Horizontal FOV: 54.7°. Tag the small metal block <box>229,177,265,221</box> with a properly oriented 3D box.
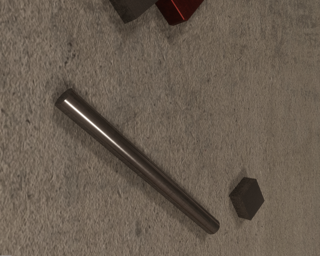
[{"bbox_3d":[0.151,0.121,0.535,0.050,0.025,0.050,-40,115,-33],"label":"small metal block"}]

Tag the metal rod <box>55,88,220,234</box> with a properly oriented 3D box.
[{"bbox_3d":[-0.010,0.060,0.398,0.300,0.025,0.025,45,63,-31],"label":"metal rod"}]

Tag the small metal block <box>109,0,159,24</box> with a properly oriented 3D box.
[{"bbox_3d":[-0.035,-0.164,0.377,0.050,0.025,0.050,-51,120,-28],"label":"small metal block"}]

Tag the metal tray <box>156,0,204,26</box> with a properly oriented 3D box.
[{"bbox_3d":[0.033,-0.219,0.431,0.090,0.030,0.130,50,61,-29],"label":"metal tray"}]
